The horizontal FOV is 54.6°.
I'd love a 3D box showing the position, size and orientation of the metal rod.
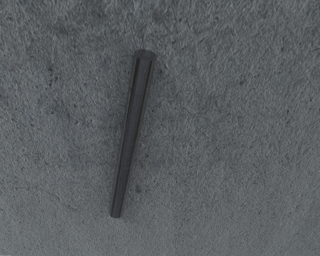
[{"bbox_3d":[-0.045,0.032,0.433,0.025,0.025,0.298,9,130,-7],"label":"metal rod"}]
